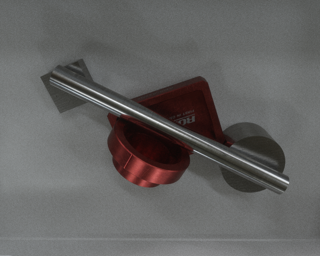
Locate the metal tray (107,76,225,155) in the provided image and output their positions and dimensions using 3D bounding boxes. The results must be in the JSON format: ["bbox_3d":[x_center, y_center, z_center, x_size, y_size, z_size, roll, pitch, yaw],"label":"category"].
[{"bbox_3d":[0.009,-0.004,0.405,0.131,0.030,0.090,-18,109,6],"label":"metal tray"}]

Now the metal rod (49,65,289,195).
[{"bbox_3d":[0.014,0.004,0.368,0.301,0.025,0.025,26,108,-3],"label":"metal rod"}]

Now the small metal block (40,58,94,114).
[{"bbox_3d":[-0.111,-0.053,0.388,0.050,0.025,0.050,-21,109,7],"label":"small metal block"}]

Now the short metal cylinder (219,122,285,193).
[{"bbox_3d":[0.117,0.038,0.412,0.081,0.050,0.079,0,110,-1],"label":"short metal cylinder"}]

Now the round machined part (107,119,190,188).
[{"bbox_3d":[-0.017,0.032,0.369,0.098,0.098,0.042,26,116,-10],"label":"round machined part"}]
